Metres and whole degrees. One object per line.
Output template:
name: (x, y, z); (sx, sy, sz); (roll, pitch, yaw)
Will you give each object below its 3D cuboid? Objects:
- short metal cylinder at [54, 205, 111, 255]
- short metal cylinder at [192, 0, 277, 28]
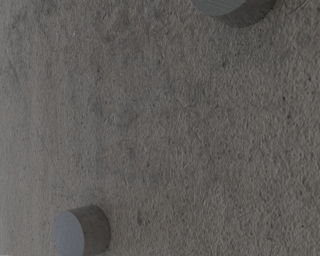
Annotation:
short metal cylinder: (-0.124, 0.167, 0.491); (0.080, 0.050, 0.080); (0, 90, 40)
short metal cylinder: (0.078, -0.151, 0.324); (0.080, 0.050, 0.080); (0, 90, 40)
